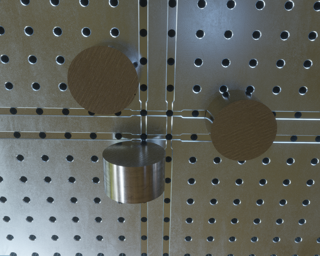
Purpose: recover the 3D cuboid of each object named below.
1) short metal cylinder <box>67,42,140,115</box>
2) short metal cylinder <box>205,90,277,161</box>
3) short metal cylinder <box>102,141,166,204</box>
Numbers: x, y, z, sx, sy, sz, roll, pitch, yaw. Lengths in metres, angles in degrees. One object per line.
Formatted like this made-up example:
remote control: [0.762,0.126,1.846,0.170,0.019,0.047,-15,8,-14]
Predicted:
short metal cylinder: [-0.065,-0.062,0.377,0.081,0.050,0.079,0,110,0]
short metal cylinder: [0.102,-0.004,0.399,0.081,0.050,0.079,0,110,0]
short metal cylinder: [-0.033,0.055,0.404,0.081,0.080,0.050,1,110,-1]
